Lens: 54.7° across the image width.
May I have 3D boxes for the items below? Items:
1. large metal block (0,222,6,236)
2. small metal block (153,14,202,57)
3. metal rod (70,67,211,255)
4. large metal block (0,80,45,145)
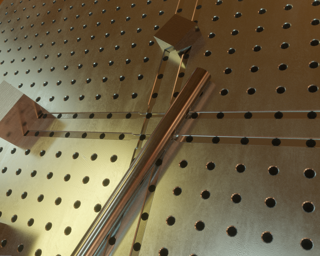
[{"bbox_3d":[-0.284,0.141,0.433,0.080,0.080,0.050,5,65,30],"label":"large metal block"},{"bbox_3d":[0.027,-0.144,0.481,0.050,0.025,0.050,-47,52,-5],"label":"small metal block"},{"bbox_3d":[-0.022,0.047,0.389,0.025,0.025,0.300,24,74,36],"label":"metal rod"},{"bbox_3d":[-0.265,-0.028,0.546,0.080,0.050,0.080,28,77,37],"label":"large metal block"}]
